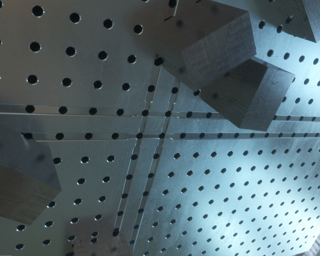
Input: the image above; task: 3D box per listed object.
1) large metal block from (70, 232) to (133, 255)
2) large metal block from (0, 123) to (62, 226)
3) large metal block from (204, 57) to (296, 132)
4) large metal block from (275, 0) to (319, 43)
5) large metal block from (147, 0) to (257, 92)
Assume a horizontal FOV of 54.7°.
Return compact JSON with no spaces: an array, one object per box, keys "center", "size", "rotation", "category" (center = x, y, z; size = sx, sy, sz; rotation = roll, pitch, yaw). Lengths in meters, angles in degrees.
[{"center":[-0.094,0.217,0.480],"size":[0.081,0.050,0.079],"rotation":[-3,120,-28],"category":"large metal block"},{"center":[-0.157,0.043,0.317],"size":[0.050,0.080,0.080],"rotation":[-48,129,5],"category":"large metal block"},{"center":[0.114,-0.051,0.408],"size":[0.050,0.080,0.079],"rotation":[6,115,-32],"category":"large metal block"},{"center":[0.203,-0.173,0.401],"size":[0.080,0.050,0.080],"rotation":[-44,130,2],"category":"large metal block"},{"center":[0.045,-0.095,0.343],"size":[0.080,0.080,0.050],"rotation":[-32,129,-8],"category":"large metal block"}]
